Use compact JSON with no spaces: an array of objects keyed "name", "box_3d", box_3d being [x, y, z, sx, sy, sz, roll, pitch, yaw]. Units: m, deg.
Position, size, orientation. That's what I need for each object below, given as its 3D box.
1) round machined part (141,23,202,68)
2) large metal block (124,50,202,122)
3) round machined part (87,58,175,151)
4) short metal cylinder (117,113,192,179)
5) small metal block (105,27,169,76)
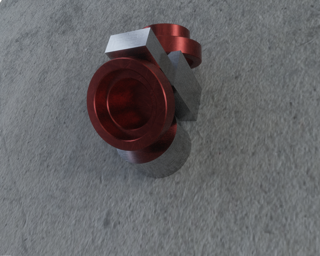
[{"name":"round machined part","box_3d":[0.006,-0.107,0.415,0.098,0.098,0.042,-2,86,27]},{"name":"large metal block","box_3d":[0.000,-0.049,0.398,0.080,0.080,0.050,-2,61,27]},{"name":"round machined part","box_3d":[-0.028,-0.027,0.339,0.098,0.042,0.097,6,103,26]},{"name":"short metal cylinder","box_3d":[-0.007,0.017,0.383,0.080,0.050,0.080,-13,56,20]},{"name":"small metal block","box_3d":[-0.024,-0.081,0.347,0.050,0.050,0.025,-3,60,27]}]
